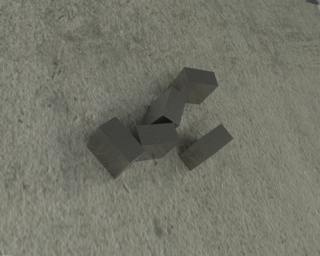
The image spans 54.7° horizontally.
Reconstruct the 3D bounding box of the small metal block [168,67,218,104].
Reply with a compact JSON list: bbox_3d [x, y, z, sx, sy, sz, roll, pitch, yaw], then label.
[{"bbox_3d":[0.048,-0.060,0.452,0.050,0.050,0.025,4,60,-27],"label":"small metal block"}]

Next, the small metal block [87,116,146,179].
[{"bbox_3d":[-0.050,0.023,0.348,0.050,0.050,0.025,48,51,5],"label":"small metal block"}]

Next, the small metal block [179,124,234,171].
[{"bbox_3d":[0.060,0.026,0.406,0.050,0.050,0.025,-31,79,-38],"label":"small metal block"}]

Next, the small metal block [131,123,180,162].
[{"bbox_3d":[-0.012,0.018,0.372,0.050,0.050,0.025,-5,65,-31],"label":"small metal block"}]

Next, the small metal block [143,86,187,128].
[{"bbox_3d":[0.005,-0.018,0.401,0.025,0.050,0.050,33,50,-20],"label":"small metal block"}]
